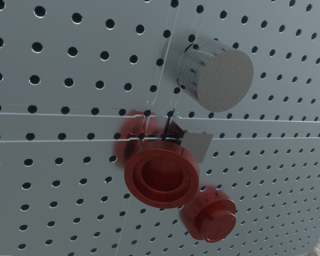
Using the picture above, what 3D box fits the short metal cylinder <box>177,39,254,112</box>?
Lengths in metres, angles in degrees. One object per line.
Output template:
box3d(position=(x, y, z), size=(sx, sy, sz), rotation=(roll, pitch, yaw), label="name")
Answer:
box3d(position=(0.069, -0.067, 0.391), size=(0.081, 0.050, 0.079), rotation=(-14, 124, -21), label="short metal cylinder")

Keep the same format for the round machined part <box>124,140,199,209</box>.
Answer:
box3d(position=(0.005, 0.058, 0.419), size=(0.098, 0.042, 0.097), rotation=(4, 119, 8), label="round machined part")

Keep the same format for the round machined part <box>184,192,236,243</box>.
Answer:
box3d(position=(0.096, 0.166, 0.555), size=(0.099, 0.042, 0.097), rotation=(-14, 124, -21), label="round machined part")

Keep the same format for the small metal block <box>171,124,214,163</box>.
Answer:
box3d(position=(0.043, 0.023, 0.449), size=(0.050, 0.025, 0.050), rotation=(4, 117, -30), label="small metal block")
